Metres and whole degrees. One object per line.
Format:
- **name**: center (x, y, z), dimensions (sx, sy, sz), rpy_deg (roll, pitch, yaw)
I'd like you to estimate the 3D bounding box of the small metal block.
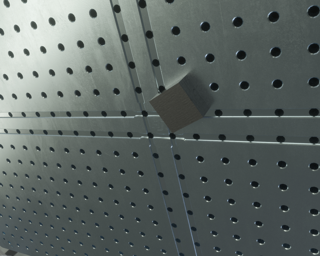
- **small metal block**: center (0.024, -0.028, 0.382), dimensions (0.050, 0.025, 0.050), rpy_deg (-29, 103, 37)
